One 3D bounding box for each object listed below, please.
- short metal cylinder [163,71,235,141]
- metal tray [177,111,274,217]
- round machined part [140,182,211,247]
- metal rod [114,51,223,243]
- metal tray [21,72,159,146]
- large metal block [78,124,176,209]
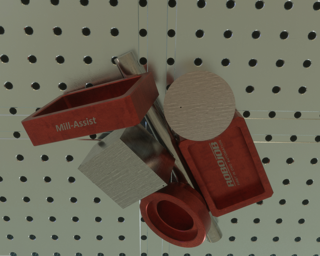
[{"bbox_3d":[0.048,-0.024,0.372,0.080,0.050,0.080,-1,86,11],"label":"short metal cylinder"},{"bbox_3d":[0.090,0.051,0.427,0.090,0.030,0.129,-24,109,8],"label":"metal tray"},{"bbox_3d":[0.025,0.114,0.427,0.098,0.042,0.097,17,129,23],"label":"round machined part"},{"bbox_3d":[0.019,0.038,0.423,0.025,0.025,0.299,-24,109,8],"label":"metal rod"},{"bbox_3d":[-0.075,-0.023,0.350,0.130,0.090,0.030,-11,112,19],"label":"metal tray"},{"bbox_3d":[-0.041,0.045,0.393,0.080,0.050,0.080,-34,108,30],"label":"large metal block"}]
